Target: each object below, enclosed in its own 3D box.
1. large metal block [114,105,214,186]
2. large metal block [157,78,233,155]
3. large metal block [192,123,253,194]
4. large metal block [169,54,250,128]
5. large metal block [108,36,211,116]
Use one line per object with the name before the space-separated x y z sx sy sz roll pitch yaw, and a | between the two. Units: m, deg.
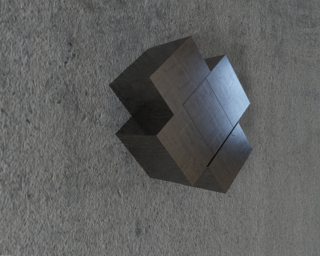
large metal block | 0.005 0.020 0.377 0.050 0.080 0.080 -50 120 -28
large metal block | 0.034 -0.013 0.402 0.050 0.080 0.080 -50 120 -28
large metal block | 0.067 0.038 0.430 0.080 0.080 0.050 -50 120 -29
large metal block | 0.063 -0.047 0.426 0.050 0.080 0.080 -50 120 -28
large metal block | -0.001 -0.060 0.372 0.080 0.080 0.050 -50 120 -29
